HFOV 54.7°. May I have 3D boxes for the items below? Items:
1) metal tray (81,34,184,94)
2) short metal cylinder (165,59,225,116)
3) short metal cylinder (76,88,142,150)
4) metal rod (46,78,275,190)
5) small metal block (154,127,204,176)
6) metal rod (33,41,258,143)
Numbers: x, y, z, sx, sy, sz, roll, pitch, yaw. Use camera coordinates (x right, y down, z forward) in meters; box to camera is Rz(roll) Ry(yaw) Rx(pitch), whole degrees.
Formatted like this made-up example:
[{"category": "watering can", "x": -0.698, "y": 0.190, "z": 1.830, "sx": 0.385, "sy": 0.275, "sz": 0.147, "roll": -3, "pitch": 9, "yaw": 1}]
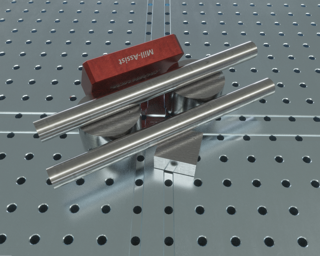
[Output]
[{"category": "metal tray", "x": -0.041, "y": -0.081, "z": 0.431, "sx": 0.131, "sy": 0.090, "sz": 0.030, "roll": -23, "pitch": 86, "yaw": -19}, {"category": "short metal cylinder", "x": 0.047, "y": -0.052, "z": 0.436, "sx": 0.081, "sy": 0.050, "sz": 0.080, "roll": 0, "pitch": 50, "yaw": 0}, {"category": "short metal cylinder", "x": -0.063, "y": -0.005, "z": 0.395, "sx": 0.081, "sy": 0.050, "sz": 0.080, "roll": 0, "pitch": 50, "yaw": 0}, {"category": "metal rod", "x": 0.016, "y": -0.002, "z": 0.375, "sx": 0.302, "sy": 0.025, "sz": 0.025, "roll": -23, "pitch": 54, "yaw": -19}, {"category": "small metal block", "x": 0.024, "y": 0.027, "z": 0.384, "sx": 0.050, "sy": 0.025, "sz": 0.050, "roll": 12, "pitch": 51, "yaw": 9}, {"category": "metal rod", "x": -0.002, "y": -0.053, "z": 0.385, "sx": 0.302, "sy": 0.025, "sz": 0.025, "roll": -24, "pitch": 54, "yaw": -19}]
